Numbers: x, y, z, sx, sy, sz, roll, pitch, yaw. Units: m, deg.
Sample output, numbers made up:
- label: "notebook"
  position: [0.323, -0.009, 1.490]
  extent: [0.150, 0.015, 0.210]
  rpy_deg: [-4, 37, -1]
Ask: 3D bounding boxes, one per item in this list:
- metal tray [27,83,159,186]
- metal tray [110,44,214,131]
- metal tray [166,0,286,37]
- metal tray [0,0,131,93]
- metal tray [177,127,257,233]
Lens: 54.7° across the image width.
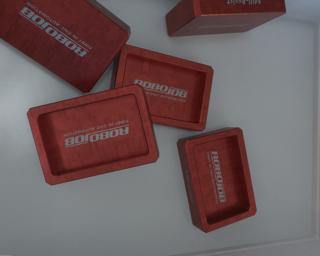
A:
- label: "metal tray"
  position: [-0.074, 0.007, 0.356]
  extent: [0.131, 0.030, 0.089]
  rpy_deg: [-13, 95, 1]
- label: "metal tray"
  position: [0.002, -0.049, 0.409]
  extent: [0.131, 0.030, 0.089]
  rpy_deg: [10, 87, -20]
- label: "metal tray"
  position: [0.084, -0.150, 0.408]
  extent: [0.131, 0.090, 0.030]
  rpy_deg: [-10, 94, -20]
- label: "metal tray"
  position: [-0.110, -0.111, 0.342]
  extent: [0.130, 0.030, 0.090]
  rpy_deg: [34, 114, -17]
- label: "metal tray"
  position: [0.082, 0.070, 0.439]
  extent: [0.091, 0.030, 0.129]
  rpy_deg: [-13, 95, -20]
